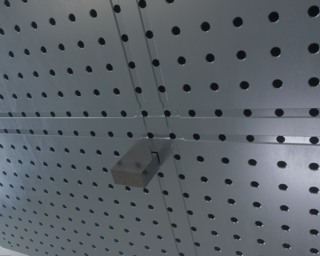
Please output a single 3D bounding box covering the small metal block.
[{"bbox_3d":[-0.035,0.059,0.451,0.050,0.050,0.025,3,120,27],"label":"small metal block"}]
